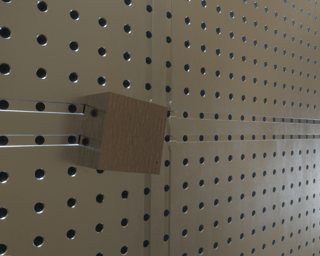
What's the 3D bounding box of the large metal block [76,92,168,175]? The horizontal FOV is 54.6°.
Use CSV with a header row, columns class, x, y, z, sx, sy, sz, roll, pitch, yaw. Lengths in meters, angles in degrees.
class,x,y,z,sx,sy,sz,roll,pitch,yaw
large metal block,-0.042,0.008,0.357,0.081,0.050,0.080,12,82,-39
